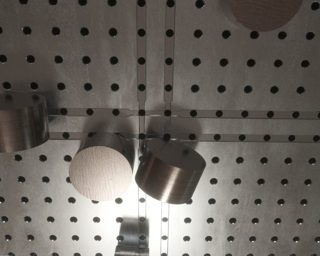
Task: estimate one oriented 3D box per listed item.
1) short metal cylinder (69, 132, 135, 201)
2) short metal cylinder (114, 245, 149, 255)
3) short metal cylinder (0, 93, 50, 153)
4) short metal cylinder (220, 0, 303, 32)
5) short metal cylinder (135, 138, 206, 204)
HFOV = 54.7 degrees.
[{"bbox_3d":[-0.076,0.051,0.418,0.081,0.050,0.079,0,110,-1],"label":"short metal cylinder"},{"bbox_3d":[-0.045,0.221,0.465,0.050,0.080,0.079,5,110,-2],"label":"short metal cylinder"},{"bbox_3d":[-0.179,-0.009,0.378,0.081,0.080,0.050,1,110,-1],"label":"short metal cylinder"},{"bbox_3d":[0.111,-0.151,0.346,0.081,0.050,0.079,0,110,-1],"label":"short metal cylinder"},{"bbox_3d":[0.013,0.054,0.404,0.080,0.080,0.050,18,109,-7],"label":"short metal cylinder"}]
